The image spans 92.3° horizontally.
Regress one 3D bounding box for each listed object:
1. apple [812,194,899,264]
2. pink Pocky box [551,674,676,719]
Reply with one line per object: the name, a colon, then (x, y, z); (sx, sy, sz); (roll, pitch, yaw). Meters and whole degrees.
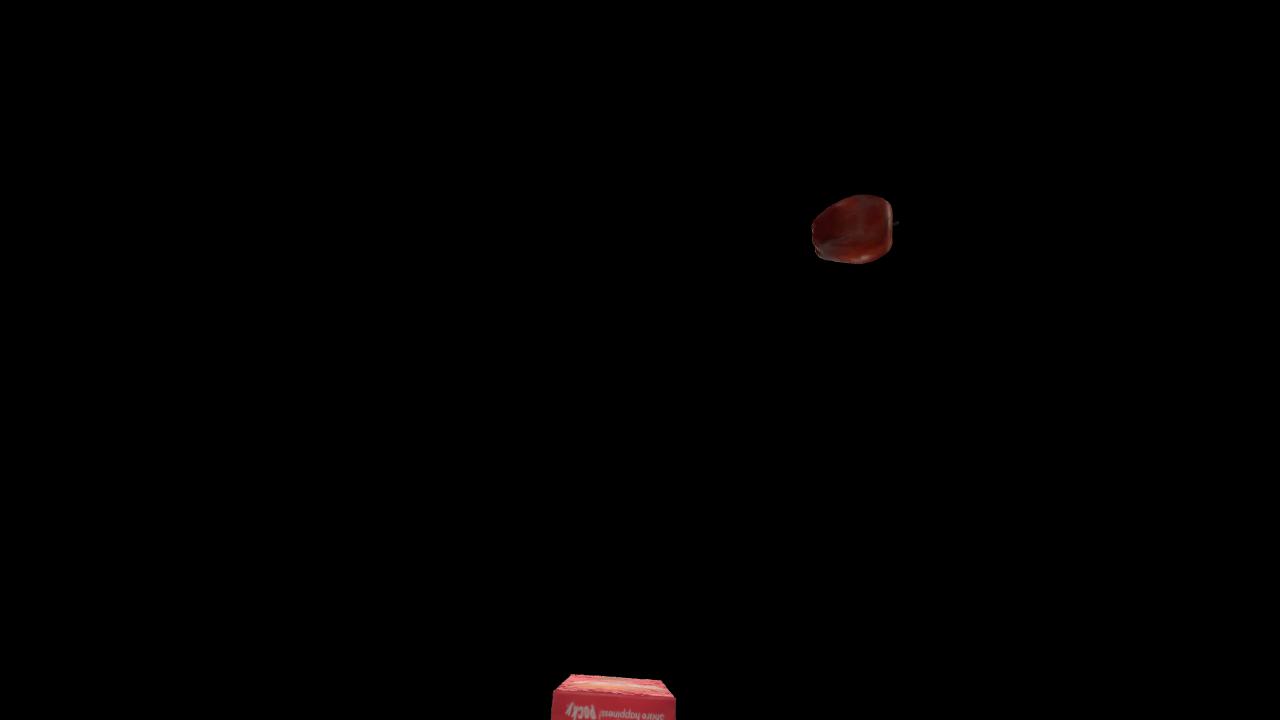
apple: (0.244, -0.148, 0.697); (0.093, 0.079, 0.079); (-5, -2, 24)
pink Pocky box: (-0.019, 0.262, 0.469); (0.084, 0.029, 0.155); (4, -24, 0)
